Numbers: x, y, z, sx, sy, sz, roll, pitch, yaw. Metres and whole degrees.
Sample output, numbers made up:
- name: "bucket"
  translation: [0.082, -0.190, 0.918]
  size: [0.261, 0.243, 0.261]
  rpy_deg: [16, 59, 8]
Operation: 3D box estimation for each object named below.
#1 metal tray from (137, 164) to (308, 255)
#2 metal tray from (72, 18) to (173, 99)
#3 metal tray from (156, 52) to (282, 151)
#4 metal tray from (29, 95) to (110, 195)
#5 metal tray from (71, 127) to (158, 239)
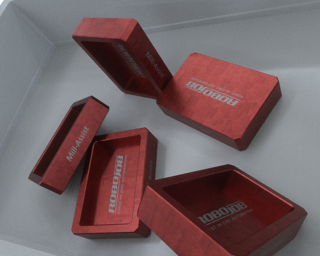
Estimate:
- name: "metal tray"
  translation: [0.057, 0.073, 0.266]
  size: [0.090, 0.131, 0.030]
  rpy_deg: [33, 113, 38]
- name: "metal tray"
  translation: [-0.042, -0.088, 0.413]
  size: [0.090, 0.130, 0.030]
  rpy_deg: [14, 69, 34]
- name: "metal tray"
  translation: [0.070, -0.038, 0.389]
  size: [0.130, 0.030, 0.090]
  rpy_deg: [28, 77, 37]
- name: "metal tray"
  translation: [-0.127, 0.022, 0.428]
  size: [0.090, 0.030, 0.130]
  rpy_deg: [-5, 54, 58]
- name: "metal tray"
  translation: [-0.053, 0.068, 0.387]
  size: [0.090, 0.030, 0.130]
  rpy_deg: [-10, 58, 22]
